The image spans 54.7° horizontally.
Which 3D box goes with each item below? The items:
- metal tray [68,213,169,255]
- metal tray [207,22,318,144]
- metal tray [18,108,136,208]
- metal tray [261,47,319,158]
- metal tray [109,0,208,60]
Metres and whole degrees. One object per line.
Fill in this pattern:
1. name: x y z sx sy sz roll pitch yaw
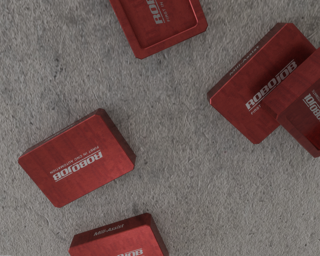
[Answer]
1. metal tray: -0.061 0.192 0.477 0.130 0.030 0.090 -19 109 6
2. metal tray: 0.136 -0.054 0.388 0.090 0.030 0.130 41 105 -14
3. metal tray: -0.110 0.043 0.422 0.130 0.030 0.090 -29 108 10
4. metal tray: 0.190 -0.024 0.370 0.090 0.030 0.130 -46 131 15
5. metal tray: -0.011 -0.155 0.349 0.090 0.030 0.129 -23 109 8
